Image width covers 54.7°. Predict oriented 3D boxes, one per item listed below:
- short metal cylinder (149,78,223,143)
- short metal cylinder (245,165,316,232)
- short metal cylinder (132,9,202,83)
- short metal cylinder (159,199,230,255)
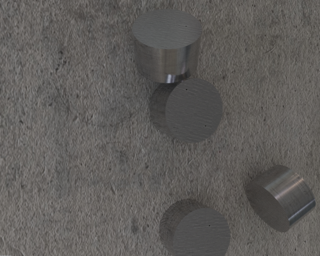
[{"bbox_3d":[0.033,-0.024,0.401,0.081,0.050,0.079,-4,100,-24],"label":"short metal cylinder"},{"bbox_3d":[0.170,0.100,0.442,0.050,0.080,0.080,-30,100,-17],"label":"short metal cylinder"},{"bbox_3d":[0.008,-0.100,0.377,0.080,0.050,0.080,0,52,0],"label":"short metal cylinder"},{"bbox_3d":[0.045,0.140,0.412,0.081,0.050,0.080,0,90,-20],"label":"short metal cylinder"}]
